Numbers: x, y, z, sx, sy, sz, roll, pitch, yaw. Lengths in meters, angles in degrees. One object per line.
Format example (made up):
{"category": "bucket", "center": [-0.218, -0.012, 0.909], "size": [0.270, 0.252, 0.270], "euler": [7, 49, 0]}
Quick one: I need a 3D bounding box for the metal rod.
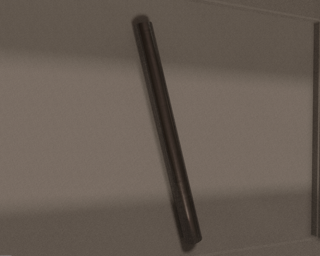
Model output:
{"category": "metal rod", "center": [0.012, 0.010, 0.415], "size": [0.025, 0.025, 0.298], "euler": [-15, 95, -20]}
